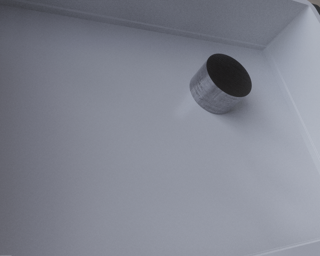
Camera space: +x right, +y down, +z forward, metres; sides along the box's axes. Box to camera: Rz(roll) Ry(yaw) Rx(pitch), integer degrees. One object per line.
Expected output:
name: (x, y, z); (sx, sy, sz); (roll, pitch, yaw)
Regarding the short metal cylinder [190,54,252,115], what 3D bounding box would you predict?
short metal cylinder: (0.093, -0.068, 0.480); (0.081, 0.050, 0.080); (13, 56, -21)
